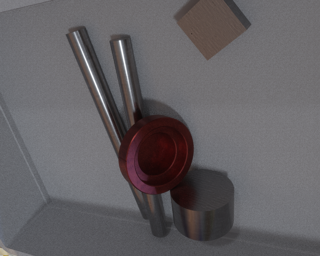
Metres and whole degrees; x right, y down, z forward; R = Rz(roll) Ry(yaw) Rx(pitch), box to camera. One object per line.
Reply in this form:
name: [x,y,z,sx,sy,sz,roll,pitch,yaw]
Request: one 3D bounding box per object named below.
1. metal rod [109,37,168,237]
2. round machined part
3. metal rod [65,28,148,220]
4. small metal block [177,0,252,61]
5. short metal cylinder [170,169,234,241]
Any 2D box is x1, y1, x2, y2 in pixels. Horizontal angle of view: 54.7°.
metal rod: [-0.024,0.029,0.427,0.025,0.025,0.298,3,117,26]
round machined part: [-0.009,0.031,0.393,0.042,0.099,0.097,20,133,55]
metal rod: [-0.061,0.009,0.444,0.025,0.025,0.298,-5,116,30]
small metal block: [0.055,-0.106,0.314,0.050,0.025,0.050,49,128,-7]
short metal cylinder: [0.055,0.098,0.404,0.080,0.080,0.050,7,122,24]
